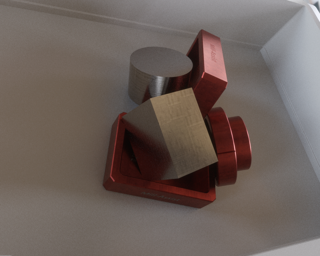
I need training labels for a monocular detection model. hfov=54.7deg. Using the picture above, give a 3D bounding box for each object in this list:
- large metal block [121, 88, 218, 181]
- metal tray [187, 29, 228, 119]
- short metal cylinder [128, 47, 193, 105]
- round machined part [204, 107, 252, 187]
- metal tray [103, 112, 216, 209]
[{"bbox_3d":[0.007,0.010,0.338,0.050,0.080,0.080,-18,87,-29],"label":"large metal block"},{"bbox_3d":[0.047,-0.062,0.407,0.030,0.089,0.130,22,38,-12],"label":"metal tray"},{"bbox_3d":[-0.001,-0.067,0.410,0.081,0.050,0.080,6,39,-4],"label":"short metal cylinder"},{"bbox_3d":[0.083,0.021,0.386,0.042,0.098,0.098,-9,63,1],"label":"round machined part"},{"bbox_3d":[0.003,0.040,0.378,0.131,0.030,0.090,16,55,-19],"label":"metal tray"}]
